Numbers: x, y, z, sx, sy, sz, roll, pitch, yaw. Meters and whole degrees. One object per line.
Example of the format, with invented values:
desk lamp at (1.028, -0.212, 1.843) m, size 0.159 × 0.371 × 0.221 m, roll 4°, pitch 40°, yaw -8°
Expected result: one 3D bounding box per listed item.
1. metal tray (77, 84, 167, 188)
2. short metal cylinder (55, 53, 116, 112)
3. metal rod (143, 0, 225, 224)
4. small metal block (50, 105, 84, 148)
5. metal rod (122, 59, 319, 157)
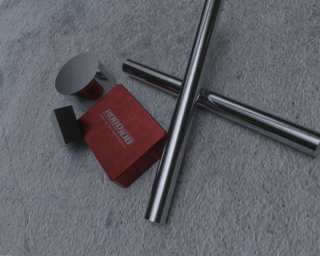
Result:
metal tray at (-0.052, 0.006, 0.425) m, size 0.090 × 0.030 × 0.130 m, roll -42°, pitch 51°, yaw -1°
short metal cylinder at (-0.118, -0.073, 0.494) m, size 0.080 × 0.050 × 0.080 m, roll -13°, pitch 56°, yaw 21°
metal rod at (0.034, -0.036, 0.378) m, size 0.025 × 0.025 × 0.299 m, roll 8°, pitch 75°, yaw 31°
small metal block at (-0.135, -0.001, 0.445) m, size 0.025 × 0.050 × 0.050 m, roll -19°, pitch 88°, yaw -27°
metal rod at (0.055, -0.040, 0.399) m, size 0.300 × 0.025 × 0.025 m, roll 29°, pitch 78°, yaw 37°
